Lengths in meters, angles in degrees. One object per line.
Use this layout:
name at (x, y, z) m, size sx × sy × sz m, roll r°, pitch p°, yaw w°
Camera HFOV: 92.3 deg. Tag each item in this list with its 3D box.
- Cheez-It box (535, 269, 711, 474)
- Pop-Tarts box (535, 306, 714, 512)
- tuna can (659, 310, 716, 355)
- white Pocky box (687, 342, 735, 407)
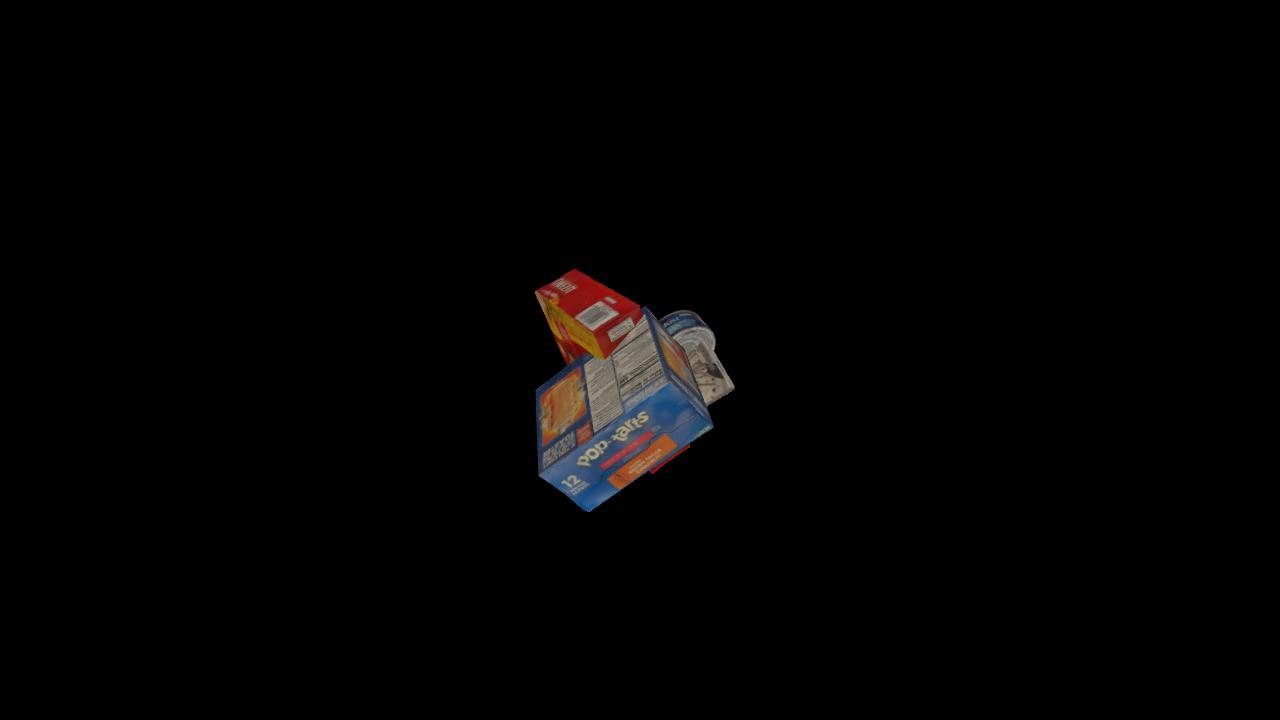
Cheez-It box at (-0.034, 0.013, 0.765) m, size 0.071 × 0.223 × 0.166 m, roll -32°, pitch 35°, yaw -18°
Pop-Tarts box at (-0.024, 0.051, 0.657) m, size 0.083 × 0.167 × 0.141 m, roll 43°, pitch 18°, yaw -32°
tuna can at (0.047, -0.015, 0.726) m, size 0.084 × 0.084 × 0.034 m, roll 0°, pitch 36°, yaw -34°
white Pocky box at (0.029, 0.039, 0.742) m, size 0.154 × 0.084 × 0.028 m, roll -34°, pitch -18°, yaw 15°
